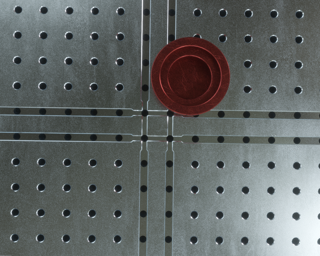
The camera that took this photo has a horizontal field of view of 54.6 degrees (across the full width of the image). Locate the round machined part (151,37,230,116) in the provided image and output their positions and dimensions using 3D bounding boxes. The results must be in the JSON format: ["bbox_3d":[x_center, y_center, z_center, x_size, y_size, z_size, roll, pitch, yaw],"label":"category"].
[{"bbox_3d":[0.038,-0.064,0.405,0.099,0.042,0.097,0,90,0],"label":"round machined part"}]
